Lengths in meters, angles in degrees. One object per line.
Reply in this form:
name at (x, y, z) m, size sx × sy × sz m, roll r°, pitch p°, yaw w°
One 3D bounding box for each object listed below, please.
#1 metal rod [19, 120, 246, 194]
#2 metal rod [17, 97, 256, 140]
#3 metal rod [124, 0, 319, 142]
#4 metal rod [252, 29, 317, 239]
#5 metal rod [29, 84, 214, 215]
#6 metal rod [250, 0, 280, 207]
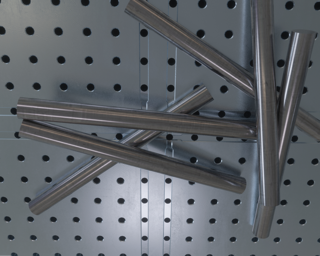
metal rod at (-0.022, 0.040, 0.403) m, size 0.302 × 0.025 × 0.025 m, roll 17°, pitch 110°, yaw -16°
metal rod at (-0.010, -0.009, 0.377) m, size 0.302 × 0.025 × 0.025 m, roll 5°, pitch 110°, yaw -11°
metal rod at (0.091, -0.069, 0.388) m, size 0.301 × 0.025 × 0.025 m, roll 31°, pitch 107°, yaw -11°
metal rod at (0.155, 0.028, 0.404) m, size 0.025 × 0.025 × 0.298 m, roll 0°, pitch 118°, yaw 0°
metal rod at (-0.060, 0.035, 0.425) m, size 0.300 × 0.025 × 0.025 m, roll -34°, pitch 107°, yaw 11°
metal rod at (0.125, -0.051, 0.369) m, size 0.025 × 0.025 × 0.298 m, roll -6°, pitch 100°, yaw 2°
